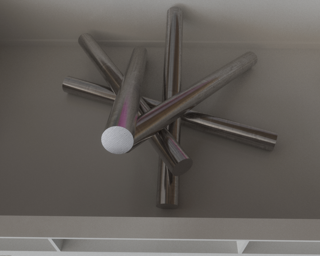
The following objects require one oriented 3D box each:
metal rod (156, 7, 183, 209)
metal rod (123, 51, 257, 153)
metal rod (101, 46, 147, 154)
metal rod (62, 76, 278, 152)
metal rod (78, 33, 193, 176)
[{"bbox_3d":[0.016,-0.046,0.406,0.025,0.025,0.299,2,61,2],"label":"metal rod"},{"bbox_3d":[0.055,-0.049,0.397,0.025,0.025,0.302,32,42,24],"label":"metal rod"},{"bbox_3d":[-0.033,-0.057,0.376,0.025,0.025,0.300,0,26,0],"label":"metal rod"},{"bbox_3d":[0.004,-0.024,0.424,0.301,0.025,0.025,16,52,13],"label":"metal rod"},{"bbox_3d":[-0.049,-0.051,0.412,0.025,0.025,0.300,-23,49,-18],"label":"metal rod"}]
